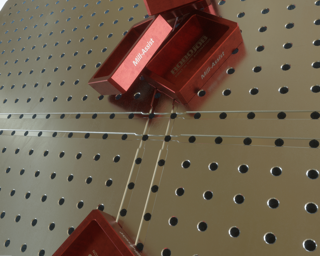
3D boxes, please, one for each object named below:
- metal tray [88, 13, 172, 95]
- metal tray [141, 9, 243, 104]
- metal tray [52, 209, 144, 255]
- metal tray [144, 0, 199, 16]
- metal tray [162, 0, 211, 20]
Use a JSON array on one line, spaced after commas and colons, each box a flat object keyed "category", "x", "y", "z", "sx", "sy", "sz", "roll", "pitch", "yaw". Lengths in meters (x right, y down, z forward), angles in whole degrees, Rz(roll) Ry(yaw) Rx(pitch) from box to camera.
[{"category": "metal tray", "x": -0.047, "y": -0.110, "z": 0.471, "sx": 0.130, "sy": 0.030, "sz": 0.090, "roll": -56, "pitch": 28, "yaw": -16}, {"category": "metal tray", "x": 0.043, "y": -0.106, "z": 0.448, "sx": 0.130, "sy": 0.030, "sz": 0.090, "roll": -48, "pitch": 51, "yaw": -6}, {"category": "metal tray", "x": -0.060, "y": 0.164, "z": 0.336, "sx": 0.090, "sy": 0.030, "sz": 0.130, "roll": -48, "pitch": 51, "yaw": -6}, {"category": "metal tray", "x": 0.030, "y": -0.214, "z": 0.476, "sx": 0.090, "sy": 0.030, "sz": 0.130, "roll": -13, "pitch": 29, "yaw": 16}, {"category": "metal tray", "x": 0.024, "y": -0.253, "z": 0.509, "sx": 0.090, "sy": 0.030, "sz": 0.129, "roll": -14, "pitch": 86, "yaw": 17}]
